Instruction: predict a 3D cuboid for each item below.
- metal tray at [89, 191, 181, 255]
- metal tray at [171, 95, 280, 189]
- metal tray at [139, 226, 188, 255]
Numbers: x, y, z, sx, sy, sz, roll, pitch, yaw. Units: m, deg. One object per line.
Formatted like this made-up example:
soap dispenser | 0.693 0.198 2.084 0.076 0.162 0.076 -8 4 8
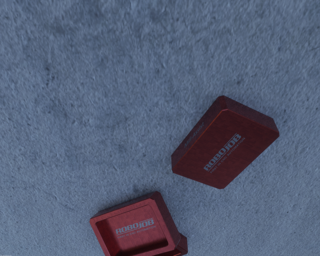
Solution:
metal tray | -0.042 0.167 0.511 0.130 0.030 0.090 -24 91 22
metal tray | 0.085 0.026 0.427 0.091 0.030 0.129 22 127 -18
metal tray | -0.020 0.211 0.583 0.090 0.030 0.130 -32 124 24
